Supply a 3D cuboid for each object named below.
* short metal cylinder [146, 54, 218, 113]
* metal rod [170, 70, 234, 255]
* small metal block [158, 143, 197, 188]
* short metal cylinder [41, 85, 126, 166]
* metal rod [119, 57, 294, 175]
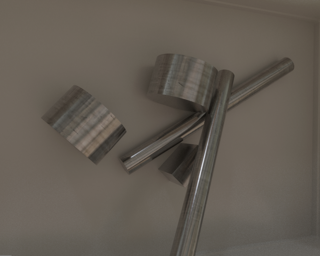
[{"bbox_3d":[0.028,-0.055,0.393,0.081,0.080,0.050,16,85,-20],"label":"short metal cylinder"},{"bbox_3d":[0.051,0.050,0.366,0.025,0.025,0.300,29,59,-18],"label":"metal rod"},{"bbox_3d":[0.031,0.048,0.410,0.025,0.050,0.050,47,75,-14],"label":"small metal block"},{"bbox_3d":[-0.085,-0.003,0.350,0.080,0.080,0.050,44,76,-15],"label":"short metal cylinder"},{"bbox_3d":[0.077,-0.025,0.440,0.302,0.025,0.025,-31,101,-18],"label":"metal rod"}]
